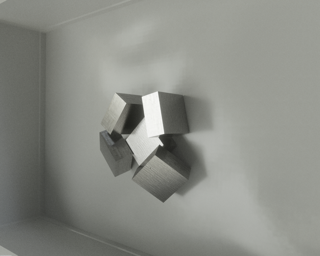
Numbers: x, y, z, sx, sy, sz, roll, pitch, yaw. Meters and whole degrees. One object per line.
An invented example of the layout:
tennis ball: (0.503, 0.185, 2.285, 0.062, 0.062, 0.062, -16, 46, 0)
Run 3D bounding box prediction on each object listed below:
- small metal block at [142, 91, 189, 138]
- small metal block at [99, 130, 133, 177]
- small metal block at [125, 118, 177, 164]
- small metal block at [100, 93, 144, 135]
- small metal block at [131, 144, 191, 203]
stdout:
small metal block: (0.007, -0.015, 0.380, 0.025, 0.050, 0.050, -14, 81, 38)
small metal block: (-0.063, 0.034, 0.439, 0.050, 0.025, 0.050, 56, 155, 24)
small metal block: (-0.014, 0.021, 0.413, 0.050, 0.025, 0.050, -49, 61, 28)
small metal block: (-0.045, -0.019, 0.423, 0.025, 0.050, 0.050, 44, 116, 31)
small metal block: (0.002, 0.057, 0.384, 0.050, 0.025, 0.050, 38, 119, -8)
